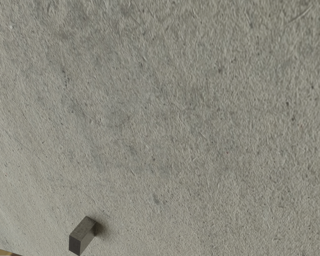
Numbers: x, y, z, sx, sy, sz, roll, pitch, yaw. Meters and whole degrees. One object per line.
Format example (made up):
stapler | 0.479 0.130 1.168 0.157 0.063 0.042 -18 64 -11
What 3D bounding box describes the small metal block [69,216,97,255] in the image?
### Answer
small metal block | -0.148 0.207 0.594 0.025 0.050 0.050 24 127 13
